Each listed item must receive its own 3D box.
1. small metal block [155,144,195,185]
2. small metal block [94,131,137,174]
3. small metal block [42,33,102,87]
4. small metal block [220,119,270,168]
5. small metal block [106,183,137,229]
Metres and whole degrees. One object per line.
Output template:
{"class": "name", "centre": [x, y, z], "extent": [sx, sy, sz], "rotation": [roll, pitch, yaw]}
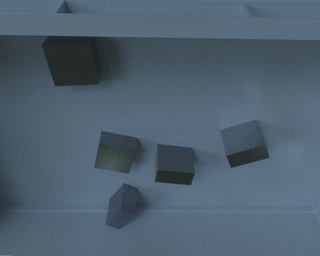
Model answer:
{"class": "small metal block", "centre": [0.020, 0.051, 0.437], "extent": [0.050, 0.050, 0.025], "rotation": [7, 130, -6]}
{"class": "small metal block", "centre": [-0.063, 0.035, 0.438], "extent": [0.050, 0.025, 0.050], "rotation": [11, 129, -10]}
{"class": "small metal block", "centre": [-0.095, -0.075, 0.344], "extent": [0.050, 0.025, 0.050], "rotation": [-3, 130, 2]}
{"class": "small metal block", "centre": [0.112, 0.020, 0.412], "extent": [0.050, 0.050, 0.025], "rotation": [-18, 128, 14]}
{"class": "small metal block", "centre": [-0.061, 0.126, 0.499], "extent": [0.025, 0.050, 0.050], "rotation": [27, 125, -21]}
